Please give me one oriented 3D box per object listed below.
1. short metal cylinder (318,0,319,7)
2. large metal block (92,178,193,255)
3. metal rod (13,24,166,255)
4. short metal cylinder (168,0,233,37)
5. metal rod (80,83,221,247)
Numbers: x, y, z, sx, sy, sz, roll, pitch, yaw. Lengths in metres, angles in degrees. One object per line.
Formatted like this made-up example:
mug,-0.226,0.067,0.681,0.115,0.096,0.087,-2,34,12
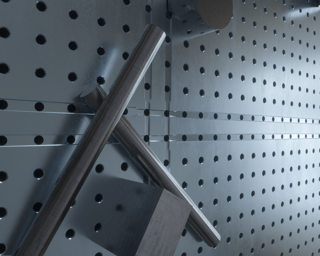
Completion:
short metal cylinder,0.409,-0.316,0.715,0.081,0.080,0.050,-13,99,-39
large metal block,-0.021,0.110,0.356,0.050,0.080,0.080,39,67,-34
metal rod,-0.073,0.020,0.322,0.025,0.025,0.300,36,76,-35
short metal cylinder,0.059,-0.175,0.441,0.081,0.050,0.080,0,90,-40
metal rod,0.002,0.065,0.410,0.025,0.025,0.300,-52,120,-27
